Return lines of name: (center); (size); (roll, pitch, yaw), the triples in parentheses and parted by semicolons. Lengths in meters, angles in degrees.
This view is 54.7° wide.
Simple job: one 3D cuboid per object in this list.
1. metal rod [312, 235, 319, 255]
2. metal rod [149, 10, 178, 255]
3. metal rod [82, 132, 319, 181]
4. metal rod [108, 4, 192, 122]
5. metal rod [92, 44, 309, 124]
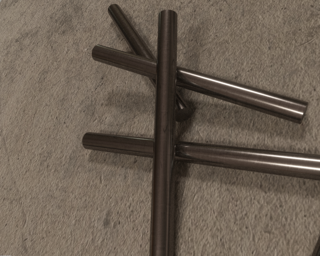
metal rod: (0.166, 0.070, 0.273); (0.025, 0.025, 0.300); (21, 72, 35)
metal rod: (0.006, -0.004, 0.362); (0.025, 0.025, 0.299); (-6, 71, 25)
metal rod: (0.028, 0.028, 0.370); (0.300, 0.025, 0.025); (4, 64, 29)
metal rod: (-0.028, -0.119, 0.489); (0.025, 0.025, 0.300); (-34, 52, 6)
metal rod: (0.030, -0.065, 0.400); (0.300, 0.025, 0.025); (21, 73, 27)
